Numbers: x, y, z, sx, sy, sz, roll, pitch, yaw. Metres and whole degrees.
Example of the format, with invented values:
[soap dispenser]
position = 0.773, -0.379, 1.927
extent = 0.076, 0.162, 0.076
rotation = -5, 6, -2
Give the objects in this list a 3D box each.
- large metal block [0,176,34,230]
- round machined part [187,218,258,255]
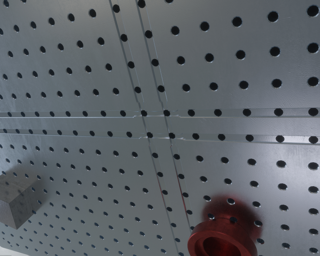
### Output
[large metal block]
position = -0.328, 0.161, 0.668
extent = 0.080, 0.050, 0.079
rotation = 16, 125, 19
[round machined part]
position = 0.094, 0.173, 0.458
extent = 0.098, 0.042, 0.097
rotation = 13, 124, 21
